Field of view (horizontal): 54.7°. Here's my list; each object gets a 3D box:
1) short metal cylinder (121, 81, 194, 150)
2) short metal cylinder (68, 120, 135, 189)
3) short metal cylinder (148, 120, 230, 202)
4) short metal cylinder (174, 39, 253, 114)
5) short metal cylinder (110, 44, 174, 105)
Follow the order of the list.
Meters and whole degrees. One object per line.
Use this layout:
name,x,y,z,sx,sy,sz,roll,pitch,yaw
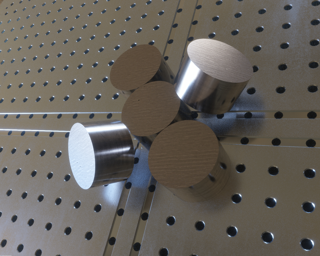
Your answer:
short metal cylinder,-0.002,-0.014,0.400,0.080,0.050,0.080,-13,56,20
short metal cylinder,-0.074,0.031,0.384,0.080,0.050,0.079,12,105,52
short metal cylinder,0.034,0.038,0.350,0.080,0.050,0.080,-13,56,20
short metal cylinder,0.063,-0.062,0.371,0.081,0.050,0.080,11,46,-11
short metal cylinder,-0.025,-0.073,0.448,0.080,0.050,0.080,-13,56,20
